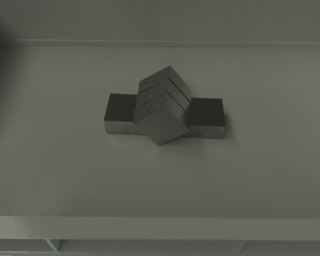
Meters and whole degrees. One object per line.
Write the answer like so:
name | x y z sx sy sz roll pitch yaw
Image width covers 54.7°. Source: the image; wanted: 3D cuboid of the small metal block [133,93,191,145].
small metal block | 0.003 -0.010 0.382 0.050 0.050 0.025 -24 43 28

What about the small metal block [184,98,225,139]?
small metal block | 0.058 -0.014 0.416 0.050 0.025 0.050 2 50 1

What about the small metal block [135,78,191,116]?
small metal block | 0.005 -0.029 0.398 0.050 0.050 0.025 -24 43 28

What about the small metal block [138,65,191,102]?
small metal block | 0.007 -0.049 0.414 0.050 0.050 0.025 -23 43 28

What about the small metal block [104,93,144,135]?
small metal block | -0.045 -0.019 0.419 0.050 0.025 0.050 3 50 2
